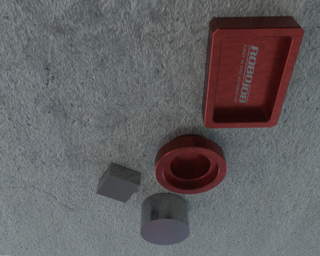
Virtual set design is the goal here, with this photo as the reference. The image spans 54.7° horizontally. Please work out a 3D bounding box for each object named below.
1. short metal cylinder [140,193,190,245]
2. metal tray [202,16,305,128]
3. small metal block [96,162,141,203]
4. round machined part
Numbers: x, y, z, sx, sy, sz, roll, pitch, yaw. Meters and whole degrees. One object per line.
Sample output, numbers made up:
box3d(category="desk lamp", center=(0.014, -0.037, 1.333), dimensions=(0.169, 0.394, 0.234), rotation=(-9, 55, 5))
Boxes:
box3d(category="short metal cylinder", center=(0.008, 0.154, 0.522), dimensions=(0.081, 0.050, 0.079), rotation=(0, 130, 0))
box3d(category="metal tray", center=(0.099, -0.058, 0.355), dimensions=(0.091, 0.030, 0.129), rotation=(-1, 130, 0))
box3d(category="small metal block", center=(-0.064, 0.085, 0.479), dimensions=(0.050, 0.025, 0.050), rotation=(23, 126, -19))
box3d(category="round machined part", center=(0.042, 0.047, 0.437), dimensions=(0.099, 0.042, 0.097), rotation=(-1, 130, 0))
